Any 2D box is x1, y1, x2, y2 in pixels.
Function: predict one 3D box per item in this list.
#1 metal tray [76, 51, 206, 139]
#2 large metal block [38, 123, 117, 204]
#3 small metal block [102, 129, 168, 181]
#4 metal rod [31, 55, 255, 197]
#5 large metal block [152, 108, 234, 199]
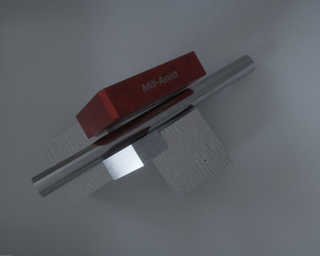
[{"bbox_3d":[-0.021,-0.037,0.350,0.131,0.090,0.030,-30,92,-32],"label":"metal tray"},{"bbox_3d":[-0.090,0.036,0.394,0.080,0.050,0.080,-34,90,0],"label":"large metal block"},{"bbox_3d":[-0.027,0.030,0.349,0.050,0.050,0.025,-30,90,36],"label":"small metal block"},{"bbox_3d":[-0.007,-0.011,0.373,0.302,0.025,0.025,-31,90,-16],"label":"metal rod"},{"bbox_3d":[0.033,0.031,0.398,0.080,0.050,0.080,-34,90,0],"label":"large metal block"}]
